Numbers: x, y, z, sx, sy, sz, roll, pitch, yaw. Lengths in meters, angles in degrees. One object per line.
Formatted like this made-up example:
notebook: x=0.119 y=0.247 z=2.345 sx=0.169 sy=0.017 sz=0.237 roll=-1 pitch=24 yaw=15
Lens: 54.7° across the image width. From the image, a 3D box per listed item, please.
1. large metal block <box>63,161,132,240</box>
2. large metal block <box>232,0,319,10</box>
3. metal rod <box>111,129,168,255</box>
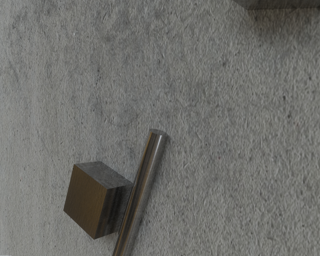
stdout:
large metal block: x=-0.094 y=0.105 z=0.467 sx=0.080 sy=0.050 sz=0.079 roll=26 pitch=106 yaw=37
large metal block: x=0.117 y=-0.161 z=0.292 sx=0.080 sy=0.050 sz=0.079 roll=15 pitch=100 yaw=39
metal rod: x=-0.044 y=0.144 z=0.441 sx=0.025 sy=0.025 sz=0.298 roll=28 pitch=107 yaw=36
